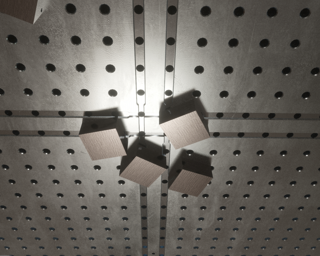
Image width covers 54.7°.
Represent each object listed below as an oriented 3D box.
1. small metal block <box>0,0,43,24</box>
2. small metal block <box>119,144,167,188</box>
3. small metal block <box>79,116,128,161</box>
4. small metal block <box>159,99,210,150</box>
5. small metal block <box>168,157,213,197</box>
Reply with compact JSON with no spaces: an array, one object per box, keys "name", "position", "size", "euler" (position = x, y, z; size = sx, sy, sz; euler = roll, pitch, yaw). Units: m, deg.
[{"name":"small metal block","position":[-0.138,-0.135,0.294],"size":[0.050,0.025,0.050],"euler":[18,128,-16]},{"name":"small metal block","position":[-0.025,0.057,0.460],"size":[0.050,0.025,0.050],"euler":[26,125,-21]},{"name":"small metal block","position":[-0.076,0.015,0.424],"size":[0.050,0.025,0.050],"euler":[-10,130,8]},{"name":"small metal block","position":[0.032,-0.004,0.409],"size":[0.050,0.025,0.050],"euler":[-21,127,16]},{"name":"small metal block","position":[0.046,0.076,0.478],"size":[0.050,0.025,0.050],"euler":[18,128,-15]}]
